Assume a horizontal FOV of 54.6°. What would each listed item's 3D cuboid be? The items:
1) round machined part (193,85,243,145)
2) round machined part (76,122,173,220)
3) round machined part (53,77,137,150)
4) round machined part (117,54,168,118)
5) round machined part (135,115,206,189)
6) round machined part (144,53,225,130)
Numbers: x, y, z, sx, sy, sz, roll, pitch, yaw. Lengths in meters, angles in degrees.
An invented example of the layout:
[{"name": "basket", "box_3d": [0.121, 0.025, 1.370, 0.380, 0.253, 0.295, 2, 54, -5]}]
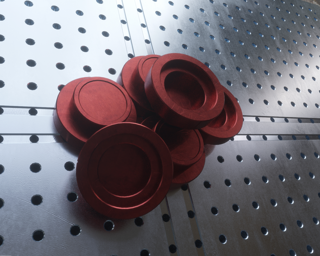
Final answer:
[{"name": "round machined part", "box_3d": [0.065, -0.019, 0.443, 0.099, 0.042, 0.098, 13, 56, -21]}, {"name": "round machined part", "box_3d": [-0.039, 0.044, 0.332, 0.099, 0.042, 0.098, 1, 84, -14]}, {"name": "round machined part", "box_3d": [-0.073, -0.022, 0.371, 0.099, 0.042, 0.098, 13, 56, -21]}, {"name": "round machined part", "box_3d": [-0.007, -0.063, 0.432, 0.099, 0.042, 0.098, 13, 56, -21]}, {"name": "round machined part", "box_3d": [0.016, 0.023, 0.390, 0.099, 0.042, 0.098, 13, 56, -21]}, {"name": "round machined part", "box_3d": [0.026, -0.040, 0.380, 0.099, 0.042, 0.098, 13, 56, -21]}]
